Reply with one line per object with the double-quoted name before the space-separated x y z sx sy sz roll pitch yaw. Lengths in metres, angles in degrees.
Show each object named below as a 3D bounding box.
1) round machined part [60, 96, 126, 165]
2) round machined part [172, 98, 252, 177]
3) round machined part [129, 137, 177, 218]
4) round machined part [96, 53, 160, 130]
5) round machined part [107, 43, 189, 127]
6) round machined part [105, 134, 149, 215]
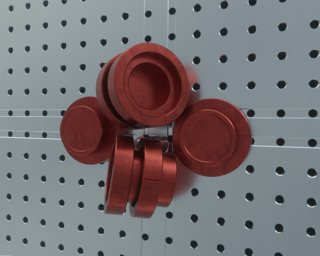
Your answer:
"round machined part" -0.101 0.004 0.439 0.098 0.042 0.097 0 90 20
"round machined part" 0.062 0.012 0.382 0.098 0.042 0.097 0 90 20
"round machined part" -0.009 0.063 0.387 0.042 0.098 0.097 9 94 -12
"round machined part" -0.035 -0.046 0.399 0.042 0.099 0.098 -9 86 60
"round machined part" -0.017 -0.049 0.373 0.042 0.099 0.098 -9 86 60
"round machined part" -0.041 0.058 0.384 0.042 0.098 0.097 8 93 -12
